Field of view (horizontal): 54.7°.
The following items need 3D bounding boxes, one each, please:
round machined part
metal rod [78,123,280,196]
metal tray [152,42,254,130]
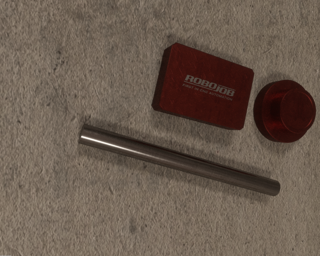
[{"bbox_3d":[0.198,-0.026,0.475,0.099,0.042,0.097,0,90,-21],"label":"round machined part"},{"bbox_3d":[0.040,0.049,0.425,0.302,0.025,0.025,18,84,-20],"label":"metal rod"},{"bbox_3d":[0.062,-0.054,0.431,0.131,0.030,0.090,14,85,-20],"label":"metal tray"}]
